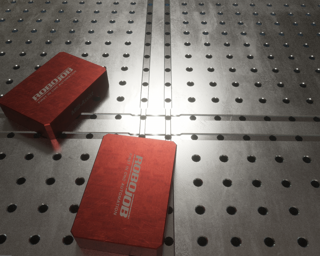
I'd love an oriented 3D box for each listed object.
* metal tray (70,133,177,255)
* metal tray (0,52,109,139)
[{"bbox_3d":[-0.033,0.069,0.346,0.091,0.030,0.130,7,50,5],"label":"metal tray"},{"bbox_3d":[-0.148,-0.052,0.446,0.090,0.030,0.130,24,54,18],"label":"metal tray"}]
